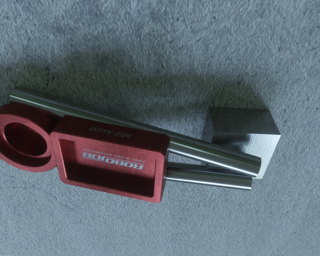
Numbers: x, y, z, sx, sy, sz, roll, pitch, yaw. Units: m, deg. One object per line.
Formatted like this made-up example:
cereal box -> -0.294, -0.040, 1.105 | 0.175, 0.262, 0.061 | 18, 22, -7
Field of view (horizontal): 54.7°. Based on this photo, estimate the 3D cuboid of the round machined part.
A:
round machined part -> -0.166, 0.008, 0.395 | 0.099, 0.042, 0.097 | 6, 130, 8

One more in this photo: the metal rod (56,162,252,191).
metal rod -> -0.035, 0.052, 0.410 | 0.301, 0.025, 0.025 | 5, 131, 11

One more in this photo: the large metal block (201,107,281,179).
large metal block -> 0.100, 0.020, 0.409 | 0.081, 0.050, 0.079 | 3, 130, -3

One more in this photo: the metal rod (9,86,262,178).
metal rod -> -0.030, 0.004, 0.369 | 0.302, 0.025, 0.025 | 16, 129, 2

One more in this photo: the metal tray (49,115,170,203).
metal tray -> -0.057, 0.039, 0.370 | 0.131, 0.030, 0.089 | 10, 131, 7
